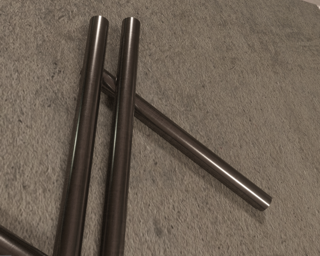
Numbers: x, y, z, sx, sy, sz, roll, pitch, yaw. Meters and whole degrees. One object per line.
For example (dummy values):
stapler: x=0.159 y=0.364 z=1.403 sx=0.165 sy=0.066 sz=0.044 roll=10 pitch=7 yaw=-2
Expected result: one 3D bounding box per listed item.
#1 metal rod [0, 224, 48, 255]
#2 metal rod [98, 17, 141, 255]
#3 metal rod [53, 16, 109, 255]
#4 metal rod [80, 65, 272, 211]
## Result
metal rod: x=-0.141 y=0.089 z=0.254 sx=0.301 sy=0.025 sz=0.025 roll=33 pitch=51 yaw=0
metal rod: x=-0.044 y=-0.005 z=0.360 sx=0.025 sy=0.025 sz=0.299 roll=12 pitch=64 yaw=-22
metal rod: x=-0.082 y=-0.002 z=0.341 sx=0.025 sy=0.025 sz=0.299 roll=12 pitch=63 yaw=-22
metal rod: x=0.024 y=0.012 z=0.410 sx=0.301 sy=0.025 sz=0.025 roll=37 pitch=51 yaw=-4
